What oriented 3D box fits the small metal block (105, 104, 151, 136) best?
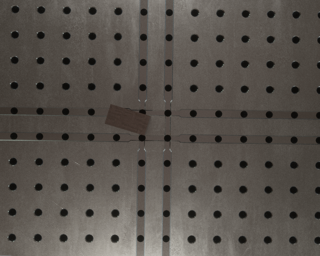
[{"bbox_3d":[-0.040,-0.010,0.400,0.050,0.050,0.025,17,90,-1],"label":"small metal block"}]
